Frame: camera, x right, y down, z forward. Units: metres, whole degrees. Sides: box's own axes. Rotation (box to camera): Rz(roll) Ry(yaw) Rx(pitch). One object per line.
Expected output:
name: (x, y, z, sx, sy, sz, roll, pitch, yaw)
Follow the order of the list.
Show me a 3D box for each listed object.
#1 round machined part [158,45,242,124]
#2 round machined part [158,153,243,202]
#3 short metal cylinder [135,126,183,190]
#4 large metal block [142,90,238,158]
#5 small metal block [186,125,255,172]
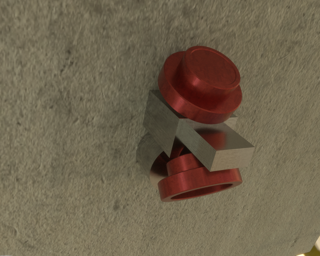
round machined part: (0.051, -0.055, 0.351, 0.099, 0.098, 0.042, -2, 145, -28)
round machined part: (0.045, 0.057, 0.373, 0.099, 0.042, 0.098, -11, 161, -4)
short metal cylinder: (0.013, 0.041, 0.427, 0.081, 0.050, 0.079, -14, 125, -21)
large metal block: (0.034, -0.008, 0.387, 0.081, 0.080, 0.050, -2, 120, -28)
small metal block: (0.064, 0.020, 0.337, 0.050, 0.050, 0.025, -3, 119, -27)
